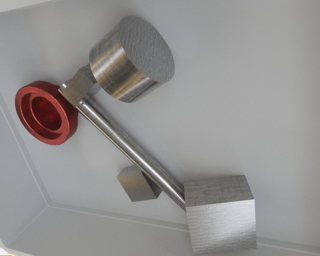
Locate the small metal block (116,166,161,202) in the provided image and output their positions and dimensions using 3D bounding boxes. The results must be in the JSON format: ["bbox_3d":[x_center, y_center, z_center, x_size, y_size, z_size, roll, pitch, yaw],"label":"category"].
[{"bbox_3d":[-0.030,0.084,0.475,0.050,0.025,0.050,-17,110,34],"label":"small metal block"}]

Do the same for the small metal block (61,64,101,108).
[{"bbox_3d":[-0.092,-0.059,0.401,0.025,0.050,0.050,46,126,-5],"label":"small metal block"}]

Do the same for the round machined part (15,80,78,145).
[{"bbox_3d":[-0.163,-0.026,0.465,0.098,0.042,0.097,13,124,20],"label":"round machined part"}]

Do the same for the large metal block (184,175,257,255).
[{"bbox_3d":[0.077,0.113,0.401,0.080,0.050,0.079,-8,115,5],"label":"large metal block"}]

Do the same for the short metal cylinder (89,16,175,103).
[{"bbox_3d":[-0.030,-0.074,0.341,0.050,0.080,0.080,-28,103,37],"label":"short metal cylinder"}]

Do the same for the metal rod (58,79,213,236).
[{"bbox_3d":[-0.024,0.046,0.440,0.300,0.025,0.025,44,129,-6],"label":"metal rod"}]
